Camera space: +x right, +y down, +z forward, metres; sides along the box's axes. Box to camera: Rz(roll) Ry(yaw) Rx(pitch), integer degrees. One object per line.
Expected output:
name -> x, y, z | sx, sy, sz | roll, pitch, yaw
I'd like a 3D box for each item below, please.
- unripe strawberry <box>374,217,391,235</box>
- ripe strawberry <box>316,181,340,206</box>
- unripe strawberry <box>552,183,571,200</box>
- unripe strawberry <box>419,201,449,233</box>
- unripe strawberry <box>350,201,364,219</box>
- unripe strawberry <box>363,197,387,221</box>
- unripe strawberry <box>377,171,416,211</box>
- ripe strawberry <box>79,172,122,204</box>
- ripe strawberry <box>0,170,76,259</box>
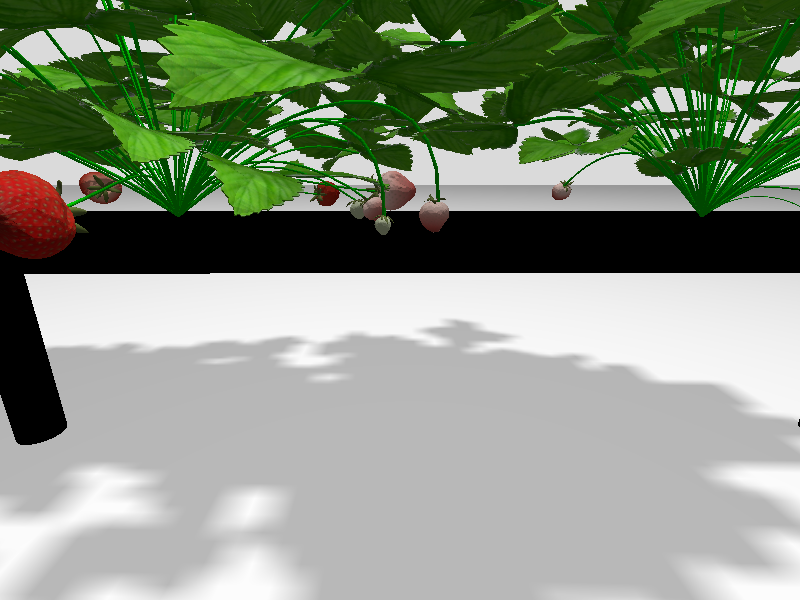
unripe strawberry -> -0.010, -0.045, 0.242 | 0.010, 0.011, 0.011 | 10, 20, 29
ripe strawberry -> -0.079, -0.118, 0.444 | 0.027, 0.028, 0.024 | -16, 23, -42
unripe strawberry -> 0.221, -0.149, 0.550 | 0.026, 0.023, 0.026 | -3, -23, -10
unripe strawberry -> 0.022, -0.054, 0.261 | 0.019, 0.020, 0.018 | 7, 19, 21
unripe strawberry -> -0.034, -0.074, 0.330 | 0.013, 0.015, 0.015 | -14, 16, 9
unripe strawberry -> -0.018, -0.068, 0.307 | 0.019, 0.019, 0.018 | -42, 5, 20
unripe strawberry -> -0.004, -0.106, 0.390 | 0.038, 0.037, 0.042 | -4, 18, -16
ripe strawberry -> -0.358, -0.134, 0.479 | 0.038, 0.037, 0.041 | 14, 22, 39
ripe strawberry -> -0.156, -0.034, 0.164 | 0.032, 0.036, 0.034 | -3, 18, -10
